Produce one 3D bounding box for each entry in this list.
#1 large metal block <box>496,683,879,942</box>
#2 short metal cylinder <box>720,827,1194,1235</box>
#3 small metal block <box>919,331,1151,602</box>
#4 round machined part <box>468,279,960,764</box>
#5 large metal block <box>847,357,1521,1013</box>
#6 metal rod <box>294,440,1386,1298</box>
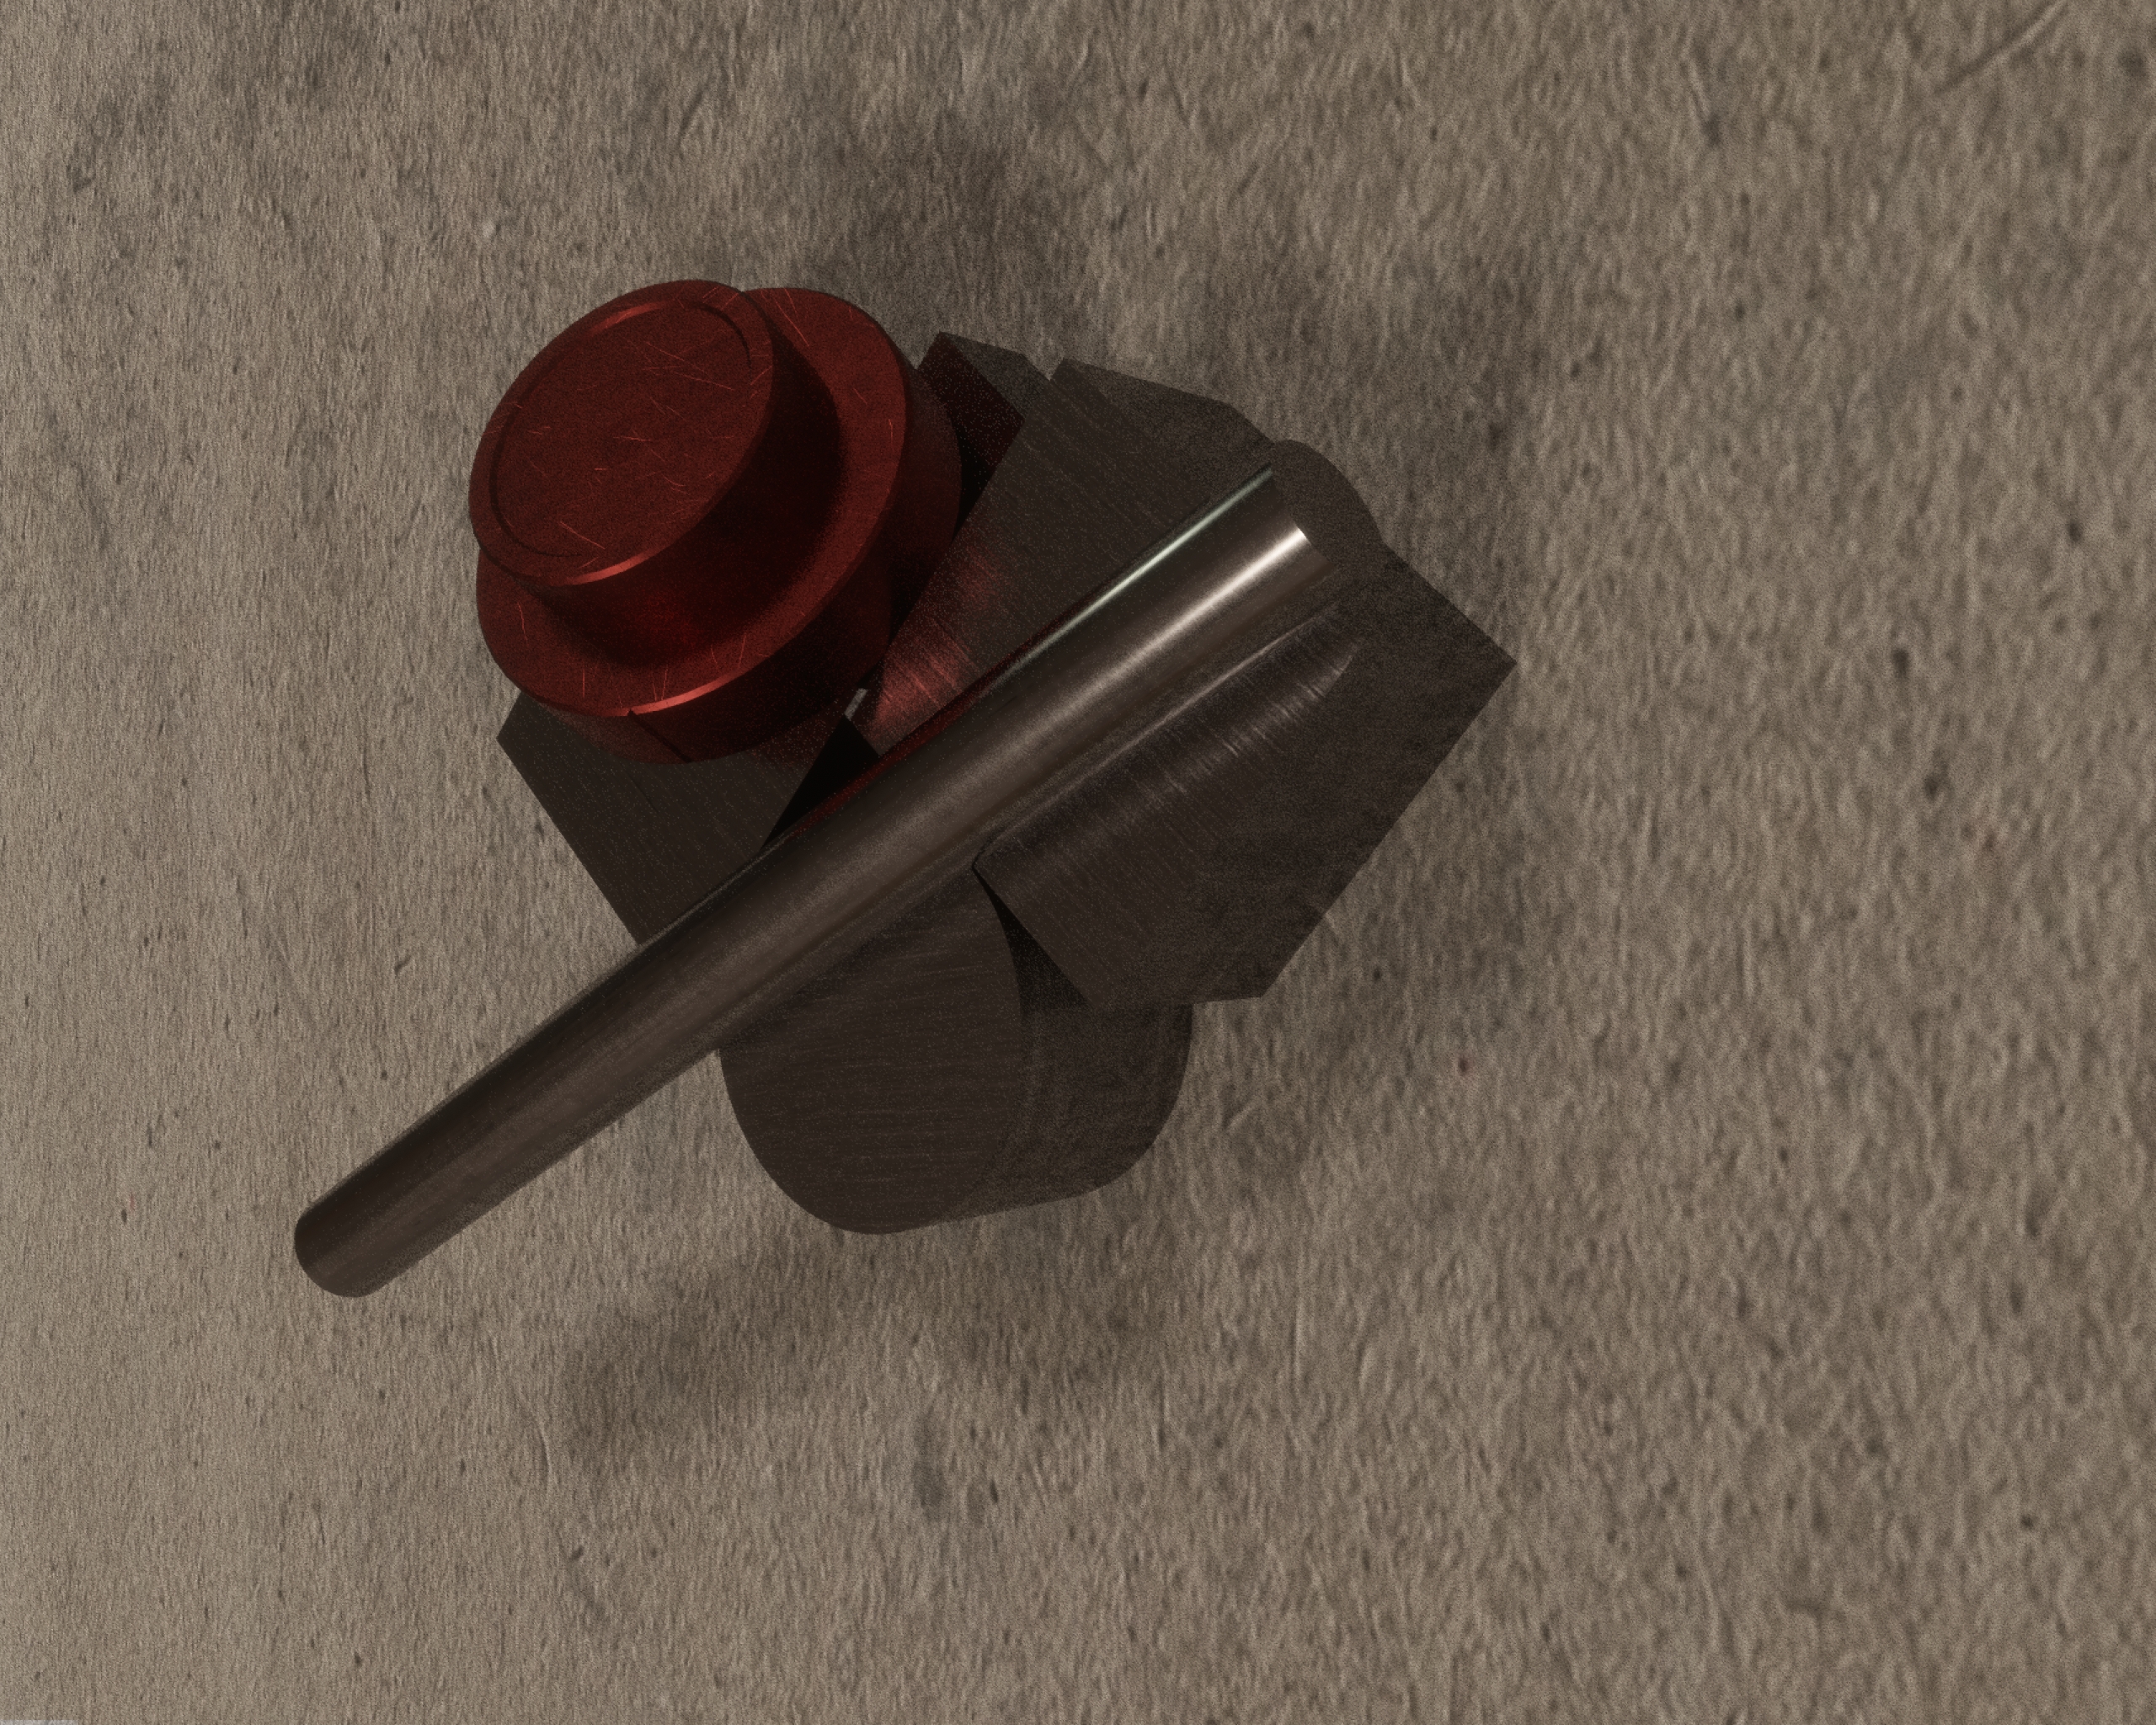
[{"bbox_3d":[-0.068,-0.030,0.443,0.080,0.050,0.080,50,119,28],"label":"large metal block"},{"bbox_3d":[-0.025,0.029,0.408,0.080,0.050,0.079,0,90,39],"label":"short metal cylinder"},{"bbox_3d":[-0.018,-0.069,0.418,0.050,0.025,0.050,50,119,28],"label":"small metal block"},{"bbox_3d":[-0.075,-0.071,0.398,0.098,0.042,0.098,-12,60,21],"label":"round machined part"},{"bbox_3d":[0.017,-0.031,0.375,0.080,0.050,0.080,49,119,28],"label":"large metal block"},{"bbox_3d":[-0.065,0.018,0.392,0.299,0.025,0.025,-34,69,34],"label":"metal rod"}]
